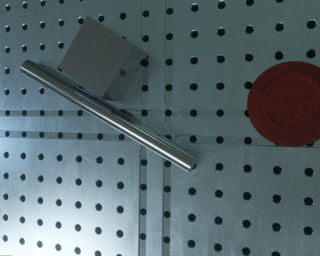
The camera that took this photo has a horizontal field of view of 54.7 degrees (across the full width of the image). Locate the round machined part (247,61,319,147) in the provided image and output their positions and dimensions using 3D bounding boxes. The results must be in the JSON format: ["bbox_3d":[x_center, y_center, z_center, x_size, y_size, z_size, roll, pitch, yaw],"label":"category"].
[{"bbox_3d":[0.150,-0.027,0.351,0.098,0.042,0.097,0,90,19],"label":"round machined part"}]

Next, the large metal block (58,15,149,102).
[{"bbox_3d":[-0.077,-0.092,0.425,0.080,0.050,0.080,36,101,16],"label":"large metal block"}]

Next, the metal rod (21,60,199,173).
[{"bbox_3d":[-0.082,-0.024,0.440,0.301,0.025,0.025,29,100,17],"label":"metal rod"}]
